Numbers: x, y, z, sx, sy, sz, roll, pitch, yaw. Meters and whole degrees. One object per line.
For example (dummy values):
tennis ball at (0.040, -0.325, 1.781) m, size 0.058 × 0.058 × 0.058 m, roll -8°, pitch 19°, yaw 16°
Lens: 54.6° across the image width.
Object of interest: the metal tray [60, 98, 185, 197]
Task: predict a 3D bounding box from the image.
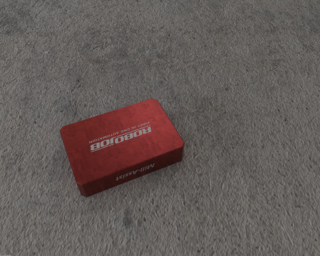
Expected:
metal tray at (-0.047, 0.019, 0.384) m, size 0.131 × 0.030 × 0.090 m, roll -19°, pitch 53°, yaw -16°
